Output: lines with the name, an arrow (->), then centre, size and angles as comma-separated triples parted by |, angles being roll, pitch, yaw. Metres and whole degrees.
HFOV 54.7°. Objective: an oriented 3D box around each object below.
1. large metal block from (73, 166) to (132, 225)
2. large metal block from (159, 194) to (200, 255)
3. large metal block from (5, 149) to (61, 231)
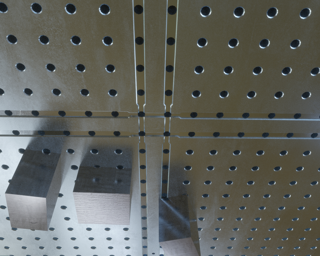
large metal block -> -0.086, 0.107, 0.485 | 0.081, 0.050, 0.079 | 3, 130, -3
large metal block -> 0.033, 0.172, 0.523 | 0.050, 0.080, 0.080 | -13, 129, 10
large metal block -> -0.179, 0.090, 0.450 | 0.050, 0.080, 0.079 | 9, 130, -8
